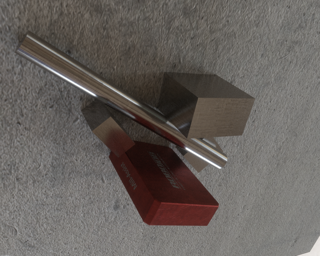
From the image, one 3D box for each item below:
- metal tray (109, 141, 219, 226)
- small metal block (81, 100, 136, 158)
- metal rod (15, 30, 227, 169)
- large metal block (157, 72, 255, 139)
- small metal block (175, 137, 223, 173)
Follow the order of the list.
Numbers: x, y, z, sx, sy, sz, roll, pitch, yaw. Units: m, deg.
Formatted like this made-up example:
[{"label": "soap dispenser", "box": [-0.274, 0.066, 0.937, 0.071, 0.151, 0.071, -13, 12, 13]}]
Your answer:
[{"label": "metal tray", "box": [0.000, 0.063, 0.381, 0.091, 0.130, 0.030, 13, 112, -34]}, {"label": "small metal block", "box": [-0.060, -0.001, 0.359, 0.025, 0.050, 0.050, -39, 130, -2]}, {"label": "metal rod", "box": [-0.020, -0.016, 0.371, 0.301, 0.025, 0.025, 31, 101, -33]}, {"label": "large metal block", "box": [0.054, -0.030, 0.384, 0.081, 0.080, 0.050, -2, 120, -28]}, {"label": "small metal block", "box": [0.059, 0.032, 0.463, 0.050, 0.025, 0.050, -41, 130, 0]}]
